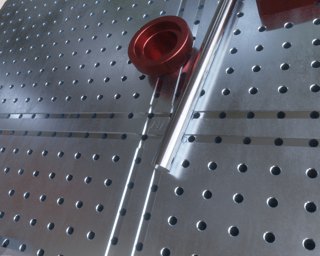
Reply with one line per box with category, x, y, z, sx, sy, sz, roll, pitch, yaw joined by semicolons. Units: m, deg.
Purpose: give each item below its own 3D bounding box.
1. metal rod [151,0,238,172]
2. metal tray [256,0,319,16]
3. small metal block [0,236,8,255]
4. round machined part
metal rod;0.056;-0.081;0.428;0.025;0.025;0.300;10;67;32
metal tray;0.185;-0.228;0.448;0.090;0.030;0.130;-7;58;24
small metal block;-0.248;0.170;0.419;0.050;0.050;0.025;-49;51;-7
round machined part;0.005;-0.118;0.468;0.098;0.042;0.098;-13;56;21
